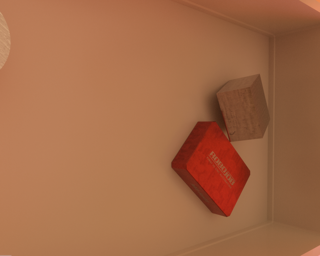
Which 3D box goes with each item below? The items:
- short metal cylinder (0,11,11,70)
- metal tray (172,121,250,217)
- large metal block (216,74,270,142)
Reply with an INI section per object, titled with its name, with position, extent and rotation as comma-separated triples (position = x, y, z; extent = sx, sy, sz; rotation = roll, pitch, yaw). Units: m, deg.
[short metal cylinder]
position = -0.170, -0.071, 0.248
extent = 0.081, 0.050, 0.079
rotation = 0, 90, -40
[metal tray]
position = 0.083, 0.063, 0.476
extent = 0.130, 0.030, 0.090
rotation = 50, 60, -29
[large metal block]
position = 0.135, -0.033, 0.490
extent = 0.080, 0.050, 0.080
rotation = -41, 117, -55
